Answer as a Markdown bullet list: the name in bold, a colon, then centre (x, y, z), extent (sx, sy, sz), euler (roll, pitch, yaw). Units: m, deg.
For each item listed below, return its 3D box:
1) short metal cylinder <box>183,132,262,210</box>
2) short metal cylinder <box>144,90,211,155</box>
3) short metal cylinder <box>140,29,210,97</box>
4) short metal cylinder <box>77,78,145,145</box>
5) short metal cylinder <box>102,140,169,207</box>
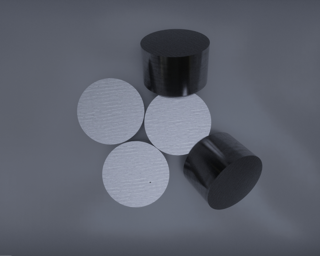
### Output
- **short metal cylinder**: centre (0.076, 0.052, 0.378), extent (0.081, 0.050, 0.079), euler (-18, 129, -23)
- **short metal cylinder**: centre (0.021, -0.007, 0.397), extent (0.081, 0.050, 0.079), euler (0, 90, -1)
- **short metal cylinder**: centre (0.018, -0.081, 0.375), extent (0.081, 0.080, 0.050), euler (-3, 129, -1)
- **short metal cylinder**: centre (-0.059, -0.020, 0.396), extent (0.081, 0.050, 0.079), euler (0, 90, -1)
- **short metal cylinder**: centre (-0.029, 0.055, 0.397), extent (0.081, 0.050, 0.079), euler (0, 90, -1)
